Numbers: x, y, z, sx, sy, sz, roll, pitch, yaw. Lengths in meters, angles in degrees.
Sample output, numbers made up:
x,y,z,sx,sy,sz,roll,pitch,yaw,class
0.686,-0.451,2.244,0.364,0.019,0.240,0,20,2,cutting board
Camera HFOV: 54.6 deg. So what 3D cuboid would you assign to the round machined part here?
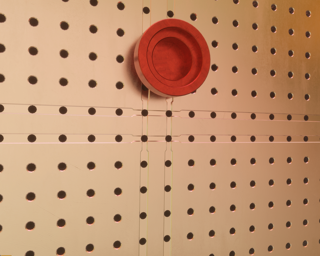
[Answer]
x,y,z,sx,sy,sz,roll,pitch,yaw,class
0.013,-0.089,0.408,0.099,0.042,0.097,0,90,-20,round machined part
